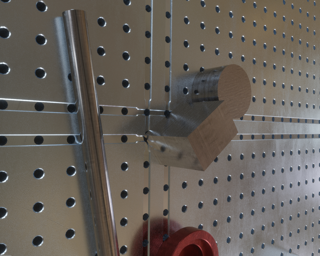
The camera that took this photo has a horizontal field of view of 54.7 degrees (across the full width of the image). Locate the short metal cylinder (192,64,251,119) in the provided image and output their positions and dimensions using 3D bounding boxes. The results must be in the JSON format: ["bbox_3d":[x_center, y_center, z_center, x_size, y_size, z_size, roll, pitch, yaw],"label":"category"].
[{"bbox_3d":[0.094,-0.053,0.472,0.081,0.050,0.080,0,90,-40],"label":"short metal cylinder"}]

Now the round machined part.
[{"bbox_3d":[0.033,0.185,0.426,0.099,0.042,0.097,0,90,-40],"label":"round machined part"}]

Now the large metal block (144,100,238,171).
[{"bbox_3d":[0.041,0.008,0.407,0.080,0.080,0.050,-42,116,-32],"label":"large metal block"}]

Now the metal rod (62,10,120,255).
[{"bbox_3d":[-0.074,0.024,0.346,0.025,0.025,0.298,-12,98,-39],"label":"metal rod"}]
